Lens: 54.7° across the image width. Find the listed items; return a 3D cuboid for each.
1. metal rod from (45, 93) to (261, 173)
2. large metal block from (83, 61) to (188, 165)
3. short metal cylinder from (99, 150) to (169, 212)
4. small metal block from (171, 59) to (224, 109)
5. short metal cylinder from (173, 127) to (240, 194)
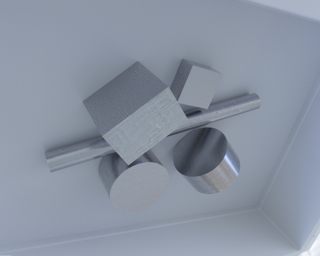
[{"bbox_3d":[0.006,0.000,0.412,0.302,0.025,0.025,-16,125,-20],"label":"metal rod"},{"bbox_3d":[-0.029,-0.019,0.345,0.080,0.080,0.050,-37,130,-4],"label":"large metal block"},{"bbox_3d":[-0.035,0.065,0.412,0.081,0.050,0.079,-14,125,-21],"label":"short metal cylinder"},{"bbox_3d":[0.046,-0.056,0.399,0.050,0.025,0.050,9,114,-33],"label":"small metal block"},{"bbox_3d":[0.066,0.046,0.438,0.080,0.080,0.050,-40,130,-1],"label":"short metal cylinder"}]
